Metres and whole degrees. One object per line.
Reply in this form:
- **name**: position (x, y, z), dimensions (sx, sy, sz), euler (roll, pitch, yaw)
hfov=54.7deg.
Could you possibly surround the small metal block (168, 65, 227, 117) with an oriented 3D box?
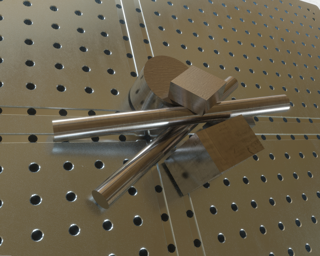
- **small metal block**: position (0.046, -0.047, 0.383), dimensions (0.050, 0.025, 0.050), euler (31, 48, 21)

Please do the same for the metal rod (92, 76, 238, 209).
- **metal rod**: position (0.028, 0.000, 0.419), dimensions (0.025, 0.025, 0.302), euler (47, 51, 4)

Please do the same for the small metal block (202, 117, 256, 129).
- **small metal block**: position (0.098, -0.003, 0.442), dimensions (0.050, 0.050, 0.025), euler (-1, 62, -27)

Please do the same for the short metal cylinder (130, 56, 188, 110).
- **short metal cylinder**: position (0.006, -0.051, 0.422), dimensions (0.081, 0.050, 0.080), euler (14, 55, -21)

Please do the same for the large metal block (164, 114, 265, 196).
- **large metal block**: position (0.065, 0.033, 0.382), dimensions (0.081, 0.080, 0.050), euler (-20, 73, -36)

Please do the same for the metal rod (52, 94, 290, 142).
- **metal rod**: position (0.027, -0.015, 0.383), dimensions (0.302, 0.025, 0.025), euler (-7, 65, -17)
